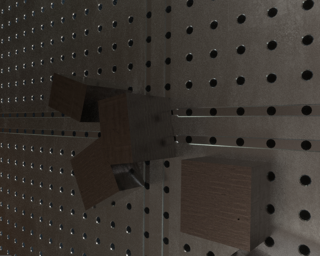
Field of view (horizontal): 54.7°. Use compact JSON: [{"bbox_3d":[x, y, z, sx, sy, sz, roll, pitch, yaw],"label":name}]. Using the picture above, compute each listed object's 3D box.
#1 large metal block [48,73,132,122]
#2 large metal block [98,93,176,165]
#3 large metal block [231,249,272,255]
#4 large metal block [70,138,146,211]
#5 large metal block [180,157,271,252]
[{"bbox_3d":[-0.103,-0.044,0.456,0.080,0.081,0.050,23,104,37],"label":"large metal block"},{"bbox_3d":[-0.028,0.002,0.395,0.050,0.081,0.080,-10,84,39],"label":"large metal block"},{"bbox_3d":[0.105,0.176,0.305,0.080,0.050,0.079,14,99,38],"label":"large metal block"},{"bbox_3d":[-0.078,0.065,0.455,0.080,0.050,0.080,-35,69,34],"label":"large metal block"},{"bbox_3d":[0.070,0.075,0.334,0.080,0.050,0.079,1,91,39],"label":"large metal block"}]
